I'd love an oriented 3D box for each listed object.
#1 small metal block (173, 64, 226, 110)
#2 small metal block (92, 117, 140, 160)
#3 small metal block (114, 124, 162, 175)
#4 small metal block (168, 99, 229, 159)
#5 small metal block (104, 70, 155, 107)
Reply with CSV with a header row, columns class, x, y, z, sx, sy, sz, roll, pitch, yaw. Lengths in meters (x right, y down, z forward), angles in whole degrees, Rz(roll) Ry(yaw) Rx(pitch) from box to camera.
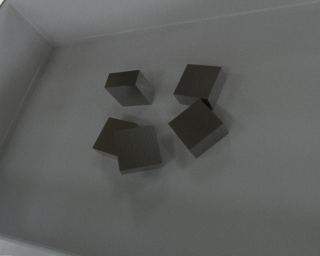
class,x,y,z,sx,sy,sz,roll,pitch,yaw
small metal block,0.053,-0.056,0.411,0.050,0.025,0.050,13,68,33
small metal block,-0.056,0.017,0.423,0.050,0.025,0.050,13,68,33
small metal block,-0.027,0.027,0.383,0.050,0.025,0.050,-10,71,-5
small metal block,0.047,0.000,0.380,0.050,0.025,0.050,-38,51,2
small metal block,-0.042,-0.056,0.444,0.050,0.050,0.025,-1,61,27
